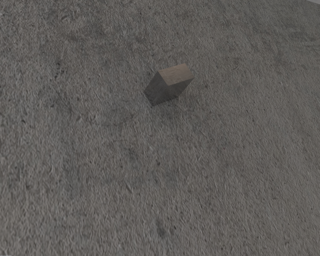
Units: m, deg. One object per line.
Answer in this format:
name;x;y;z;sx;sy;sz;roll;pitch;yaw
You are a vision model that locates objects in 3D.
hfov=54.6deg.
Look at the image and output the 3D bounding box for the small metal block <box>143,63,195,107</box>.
small metal block;0.012;-0.060;0.430;0.050;0.050;0.025;-23;74;-36
